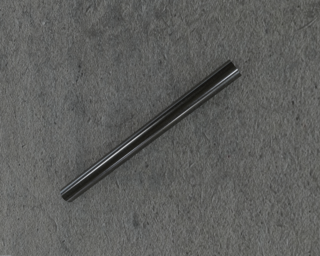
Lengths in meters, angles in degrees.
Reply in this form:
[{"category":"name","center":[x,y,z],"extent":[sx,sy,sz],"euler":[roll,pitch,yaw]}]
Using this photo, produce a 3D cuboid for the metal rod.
[{"category":"metal rod","center":[-0.023,0.013,0.419],"extent":[0.300,0.025,0.025],"euler":[-37,78,16]}]
